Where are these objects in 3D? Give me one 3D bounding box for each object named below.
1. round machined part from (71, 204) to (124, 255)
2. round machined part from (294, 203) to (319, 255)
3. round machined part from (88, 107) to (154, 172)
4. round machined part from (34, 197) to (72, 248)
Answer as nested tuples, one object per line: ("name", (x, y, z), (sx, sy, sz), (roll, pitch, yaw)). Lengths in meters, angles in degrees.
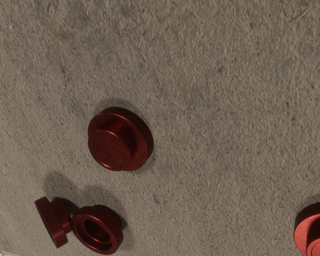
("round machined part", (-0.109, 0.178, 0.561), (0.098, 0.042, 0.097), (13, 124, 20))
("round machined part", (0.213, 0.139, 0.370), (0.098, 0.042, 0.097), (13, 124, 20))
("round machined part", (-0.062, 0.023, 0.441), (0.098, 0.042, 0.097), (13, 124, 20))
("round machined part", (-0.196, 0.172, 0.585), (0.098, 0.042, 0.097), (40, 144, 38))
